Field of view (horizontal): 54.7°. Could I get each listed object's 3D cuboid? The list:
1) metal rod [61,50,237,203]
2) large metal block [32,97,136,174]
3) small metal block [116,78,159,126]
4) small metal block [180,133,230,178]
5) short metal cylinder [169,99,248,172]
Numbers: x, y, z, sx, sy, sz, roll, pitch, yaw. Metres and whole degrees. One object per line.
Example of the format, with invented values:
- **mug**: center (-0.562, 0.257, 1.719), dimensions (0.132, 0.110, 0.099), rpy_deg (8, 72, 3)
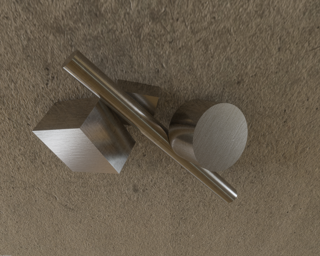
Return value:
- **metal rod**: center (0.006, 0.015, 0.389), dimensions (0.025, 0.025, 0.300), rpy_deg (-34, 123, 25)
- **large metal block**: center (-0.090, 0.011, 0.379), dimensions (0.080, 0.050, 0.080), rpy_deg (-3, 136, 33)
- **small metal block**: center (-0.031, -0.029, 0.384), dimensions (0.050, 0.025, 0.050), rpy_deg (9, 130, -9)
- **small metal block**: center (0.063, 0.040, 0.445), dimensions (0.050, 0.025, 0.050), rpy_deg (19, 128, -16)
- **short metal cylinder**: center (0.058, 0.007, 0.373), dimensions (0.081, 0.050, 0.079), rpy_deg (-6, 103, -29)
